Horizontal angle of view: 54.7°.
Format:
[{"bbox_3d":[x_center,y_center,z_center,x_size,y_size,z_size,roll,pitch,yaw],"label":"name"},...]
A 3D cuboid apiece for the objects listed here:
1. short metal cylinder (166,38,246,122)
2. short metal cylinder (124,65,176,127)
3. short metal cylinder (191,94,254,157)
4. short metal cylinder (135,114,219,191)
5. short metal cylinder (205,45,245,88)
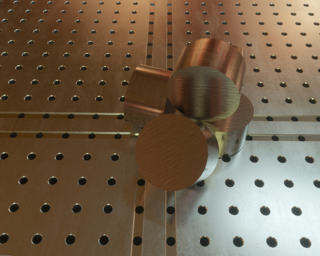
[{"bbox_3d":[0.053,-0.053,0.350,0.080,0.080,0.050,14,51,11],"label":"short metal cylinder"},{"bbox_3d":[-0.008,-0.038,0.403,0.050,0.080,0.080,15,52,12],"label":"short metal cylinder"},{"bbox_3d":[0.074,-0.009,0.398,0.081,0.050,0.080,0,49,0],"label":"short metal cylinder"},{"bbox_3d":[0.020,0.026,0.342,0.080,0.050,0.080,-1,87,23],"label":"short metal cylinder"},{"bbox_3d":[0.076,-0.081,0.431,0.080,0.080,0.050,2,90,1],"label":"short metal cylinder"}]
